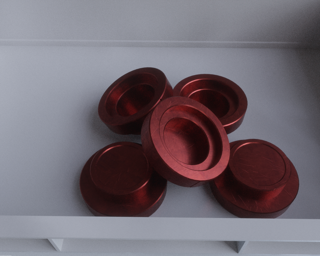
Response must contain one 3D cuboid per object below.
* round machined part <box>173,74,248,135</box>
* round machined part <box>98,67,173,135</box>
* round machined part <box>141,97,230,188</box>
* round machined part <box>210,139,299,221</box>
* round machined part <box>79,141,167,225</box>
[{"bbox_3d":[0.063,-0.025,0.415,0.099,0.042,0.098,0,50,0],"label":"round machined part"},{"bbox_3d":[-0.027,-0.030,0.403,0.098,0.042,0.098,-17,46,19],"label":"round machined part"},{"bbox_3d":[0.024,0.018,0.337,0.099,0.042,0.098,15,57,-23],"label":"round machined part"},{"bbox_3d":[0.107,0.051,0.352,0.099,0.042,0.098,0,50,0],"label":"round machined part"},{"bbox_3d":[-0.041,0.054,0.348,0.099,0.042,0.098,0,50,0],"label":"round machined part"}]
